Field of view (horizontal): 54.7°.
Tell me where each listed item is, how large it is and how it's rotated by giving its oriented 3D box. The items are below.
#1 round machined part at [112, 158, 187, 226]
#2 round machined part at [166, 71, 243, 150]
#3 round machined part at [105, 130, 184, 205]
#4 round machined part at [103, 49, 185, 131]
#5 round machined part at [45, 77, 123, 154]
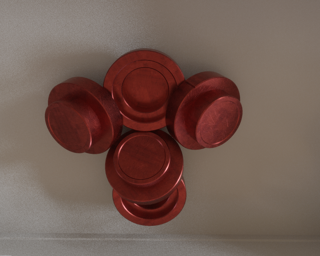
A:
[{"bbox_3d":[-0.014,0.083,0.430,0.099,0.042,0.097,0,110,0],"label":"round machined part"},{"bbox_3d":[0.059,-0.015,0.371,0.099,0.042,0.097,-17,126,-25],"label":"round machined part"},{"bbox_3d":[-0.020,0.042,0.385,0.099,0.098,0.042,-6,154,2],"label":"round machined part"},{"bbox_3d":[-0.018,-0.048,0.381,0.099,0.042,0.097,0,110,0],"label":"round machined part"},{"bbox_3d":[-0.098,-0.009,0.373,0.098,0.042,0.097,15,126,22],"label":"round machined part"}]
